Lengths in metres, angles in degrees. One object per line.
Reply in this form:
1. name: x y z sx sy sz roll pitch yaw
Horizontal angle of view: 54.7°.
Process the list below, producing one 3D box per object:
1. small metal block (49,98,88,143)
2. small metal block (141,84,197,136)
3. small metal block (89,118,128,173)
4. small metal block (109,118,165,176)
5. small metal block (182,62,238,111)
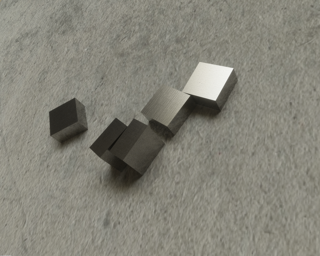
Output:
1. small metal block: -0.144 -0.012 0.484 0.050 0.025 0.050 -26 53 11
2. small metal block: 0.011 -0.025 0.412 0.050 0.025 0.050 29 78 37
3. small metal block: -0.053 0.023 0.400 0.025 0.050 0.050 35 81 38
4. small metal block: -0.027 0.024 0.386 0.025 0.050 0.050 27 76 37
5. small metal block: 0.065 -0.055 0.403 0.050 0.025 0.050 20 72 35
